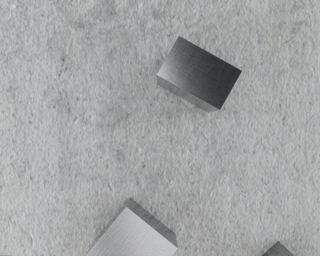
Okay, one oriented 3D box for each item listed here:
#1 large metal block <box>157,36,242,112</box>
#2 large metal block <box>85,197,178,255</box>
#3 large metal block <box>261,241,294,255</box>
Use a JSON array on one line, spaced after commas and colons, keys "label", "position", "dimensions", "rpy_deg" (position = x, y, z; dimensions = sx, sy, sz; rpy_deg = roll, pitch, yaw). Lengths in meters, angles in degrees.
[{"label": "large metal block", "position": [0.044, -0.061, 0.383], "dimensions": [0.080, 0.080, 0.050], "rpy_deg": [29, 90, -1]}, {"label": "large metal block", "position": [-0.035, 0.150, 0.397], "dimensions": [0.080, 0.050, 0.080], "rpy_deg": [39, 90, -1]}, {"label": "large metal block", "position": [0.171, 0.201, 0.385], "dimensions": [0.050, 0.080, 0.080], "rpy_deg": [-42, 91, 0]}]
